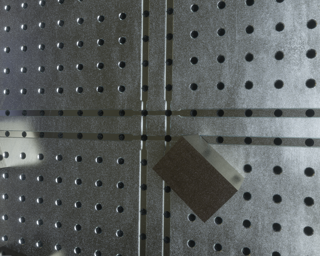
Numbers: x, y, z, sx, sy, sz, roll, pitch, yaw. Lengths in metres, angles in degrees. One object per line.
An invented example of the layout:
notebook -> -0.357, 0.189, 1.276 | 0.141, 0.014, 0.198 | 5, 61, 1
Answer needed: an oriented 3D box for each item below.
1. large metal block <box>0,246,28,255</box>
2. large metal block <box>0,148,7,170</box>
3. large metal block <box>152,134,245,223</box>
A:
large metal block -> -0.240, 0.243, 0.482 | 0.080, 0.050, 0.079 | 11, 94, 19
large metal block -> -0.304, 0.038, 0.488 | 0.050, 0.080, 0.080 | -24, 82, 18
large metal block -> 0.049, 0.054, 0.366 | 0.080, 0.080, 0.050 | 45, 104, 14
